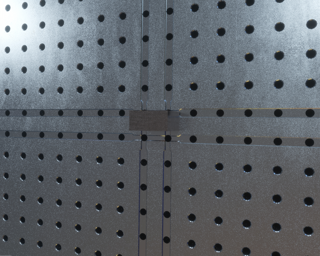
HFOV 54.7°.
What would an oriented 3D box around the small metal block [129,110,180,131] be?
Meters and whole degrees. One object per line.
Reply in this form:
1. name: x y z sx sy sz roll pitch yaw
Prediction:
1. small metal block: -0.006 -0.009 0.401 0.050 0.050 0.025 1 91 19
